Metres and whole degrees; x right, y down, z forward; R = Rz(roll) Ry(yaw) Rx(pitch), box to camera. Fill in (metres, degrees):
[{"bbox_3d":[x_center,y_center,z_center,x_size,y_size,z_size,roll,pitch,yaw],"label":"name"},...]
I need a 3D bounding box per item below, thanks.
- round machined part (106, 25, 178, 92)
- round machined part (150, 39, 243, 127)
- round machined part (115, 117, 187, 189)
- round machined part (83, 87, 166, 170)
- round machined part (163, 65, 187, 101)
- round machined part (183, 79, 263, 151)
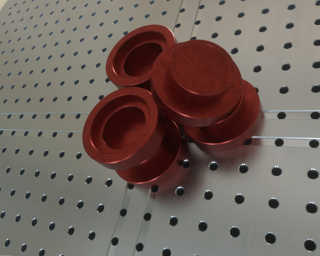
[{"bbox_3d":[-0.018,-0.083,0.404,0.098,0.042,0.098,-13,56,21],"label":"round machined part"},{"bbox_3d":[0.040,-0.054,0.328,0.099,0.042,0.098,3,65,-6],"label":"round machined part"},{"bbox_3d":[-0.019,0.024,0.395,0.098,0.042,0.098,-13,56,21],"label":"round machined part"},{"bbox_3d":[-0.037,0.004,0.361,0.098,0.042,0.098,-13,56,21],"label":"round machined part"},{"bbox_3d":[0.002,-0.063,0.437,0.098,0.042,0.098,-13,56,21],"label":"round machined part"},{"bbox_3d":[0.071,-0.024,0.376,0.098,0.042,0.098,-13,56,21],"label":"round machined part"}]
